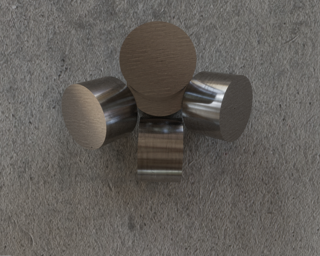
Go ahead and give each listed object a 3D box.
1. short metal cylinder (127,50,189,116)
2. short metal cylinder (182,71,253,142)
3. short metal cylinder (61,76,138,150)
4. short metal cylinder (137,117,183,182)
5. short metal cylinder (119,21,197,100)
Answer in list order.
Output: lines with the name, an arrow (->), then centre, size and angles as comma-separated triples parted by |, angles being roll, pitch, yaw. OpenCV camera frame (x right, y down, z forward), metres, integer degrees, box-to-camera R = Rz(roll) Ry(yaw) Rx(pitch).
short metal cylinder -> 0.000, -0.054, 0.399 | 0.081, 0.050, 0.079 | 0, 90, -1
short metal cylinder -> 0.072, -0.027, 0.379 | 0.050, 0.080, 0.080 | 15, 90, 38
short metal cylinder -> -0.074, -0.019, 0.378 | 0.080, 0.050, 0.079 | 17, 118, 35
short metal cylinder -> 0.000, 0.026, 0.383 | 0.050, 0.080, 0.079 | 2, 90, 0
short metal cylinder -> -0.002, -0.072, 0.348 | 0.081, 0.050, 0.079 | 0, 90, -1
